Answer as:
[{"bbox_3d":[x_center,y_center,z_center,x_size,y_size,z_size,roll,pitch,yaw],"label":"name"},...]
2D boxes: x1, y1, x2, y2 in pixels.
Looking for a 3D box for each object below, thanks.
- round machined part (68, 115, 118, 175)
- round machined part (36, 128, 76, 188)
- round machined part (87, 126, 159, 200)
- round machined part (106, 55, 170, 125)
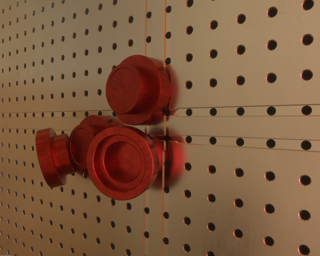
[{"bbox_3d":[-0.106,0.028,0.483,0.098,0.042,0.097,0,90,39],"label":"round machined part"},{"bbox_3d":[-0.167,0.046,0.511,0.098,0.042,0.097,167,89,-81],"label":"round machined part"},{"bbox_3d":[-0.047,0.045,0.422,0.098,0.042,0.097,1,94,20],"label":"round machined part"},{"bbox_3d":[-0.037,-0.052,0.427,0.098,0.042,0.097,0,90,39],"label":"round machined part"}]
